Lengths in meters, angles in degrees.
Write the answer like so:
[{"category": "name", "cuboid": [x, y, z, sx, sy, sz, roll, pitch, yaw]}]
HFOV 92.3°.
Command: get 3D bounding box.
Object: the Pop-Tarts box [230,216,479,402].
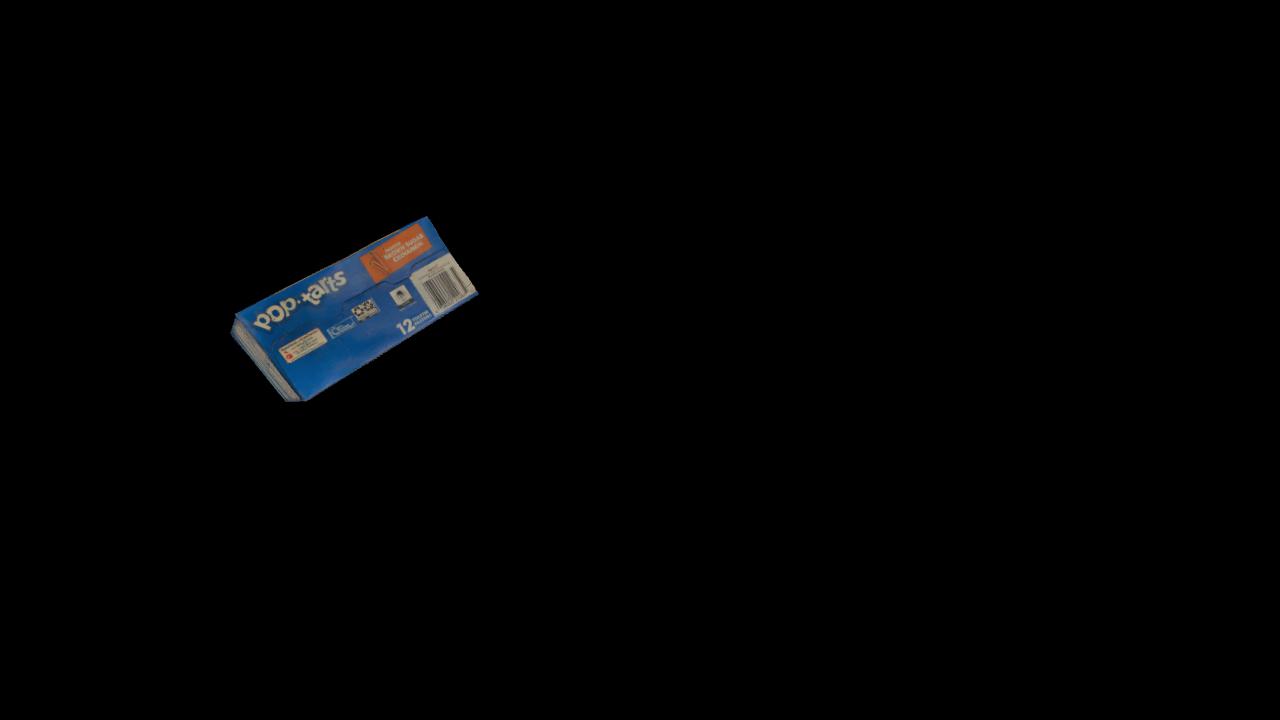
[{"category": "Pop-Tarts box", "cuboid": [-0.255, -0.042, 0.546, 0.167, 0.083, 0.141, -39, 18, -30]}]
